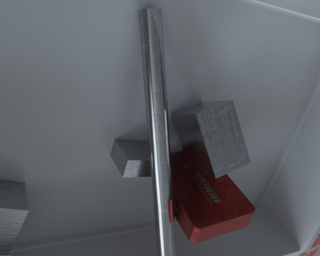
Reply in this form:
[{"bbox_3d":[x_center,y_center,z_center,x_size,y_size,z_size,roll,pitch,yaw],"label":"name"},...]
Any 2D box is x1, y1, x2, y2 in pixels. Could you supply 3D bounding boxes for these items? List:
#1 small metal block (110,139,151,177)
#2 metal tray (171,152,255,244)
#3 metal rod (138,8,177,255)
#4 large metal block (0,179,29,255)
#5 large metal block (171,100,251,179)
[{"bbox_3d":[-0.030,0.038,0.401,0.050,0.050,0.025,4,117,-31],"label":"small metal block"},{"bbox_3d":[0.053,0.084,0.422,0.091,0.130,0.030,-8,128,-25],"label":"metal tray"},{"bbox_3d":[-0.001,0.018,0.366,0.025,0.025,0.298,-11,106,-23],"label":"metal rod"},{"bbox_3d":[-0.204,0.102,0.345,0.081,0.050,0.080,18,109,-36],"label":"large metal block"},{"bbox_3d":[0.062,0.011,0.398,0.050,0.080,0.080,-21,99,-17],"label":"large metal block"}]
